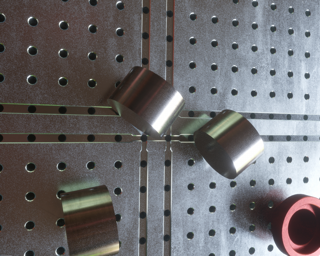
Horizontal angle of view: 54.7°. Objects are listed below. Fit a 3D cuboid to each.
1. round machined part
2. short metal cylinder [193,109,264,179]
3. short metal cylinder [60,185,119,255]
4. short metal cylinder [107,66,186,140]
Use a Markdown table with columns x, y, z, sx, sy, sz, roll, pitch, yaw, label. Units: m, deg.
| x | y | z | sx | sy | sz | roll | pitch | yaw | label |
| --- | --- | --- | --- | --- | --- | --- | --- | --- | --- |
| 0.214 | 0.151 | 0.483 | 0.099 | 0.042 | 0.097 | 0 | 90 | -20 | round machined part |
| 0.091 | 0.022 | 0.417 | 0.050 | 0.080 | 0.080 | -36 | 102 | -16 | short metal cylinder |
| -0.082 | 0.109 | 0.353 | 0.050 | 0.080 | 0.080 | -8 | 93 | -20 | short metal cylinder |
| -0.016 | -0.029 | 0.377 | 0.080 | 0.080 | 0.050 | 39 | 78 | -16 | short metal cylinder |
